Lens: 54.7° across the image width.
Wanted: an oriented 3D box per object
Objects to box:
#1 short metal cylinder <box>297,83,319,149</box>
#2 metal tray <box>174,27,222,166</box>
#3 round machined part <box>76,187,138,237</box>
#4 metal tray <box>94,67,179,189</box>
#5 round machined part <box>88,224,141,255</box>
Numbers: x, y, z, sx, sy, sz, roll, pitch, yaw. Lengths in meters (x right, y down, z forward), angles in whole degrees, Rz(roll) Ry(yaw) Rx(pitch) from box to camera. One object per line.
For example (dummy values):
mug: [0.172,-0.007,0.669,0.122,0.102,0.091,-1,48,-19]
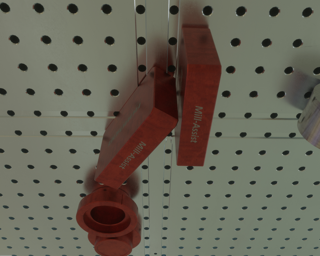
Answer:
short metal cylinder: [0.213,-0.012,0.367,0.081,0.080,0.050,4,130,-4]
metal tray: [0.036,-0.032,0.342,0.030,0.090,0.129,2,130,-2]
round machined part: [-0.085,0.135,0.513,0.099,0.042,0.097,-1,128,0]
metal tray: [-0.030,0.001,0.369,0.030,0.090,0.129,27,125,-21]
round machined part: [-0.085,0.206,0.575,0.099,0.042,0.097,0,130,0]
